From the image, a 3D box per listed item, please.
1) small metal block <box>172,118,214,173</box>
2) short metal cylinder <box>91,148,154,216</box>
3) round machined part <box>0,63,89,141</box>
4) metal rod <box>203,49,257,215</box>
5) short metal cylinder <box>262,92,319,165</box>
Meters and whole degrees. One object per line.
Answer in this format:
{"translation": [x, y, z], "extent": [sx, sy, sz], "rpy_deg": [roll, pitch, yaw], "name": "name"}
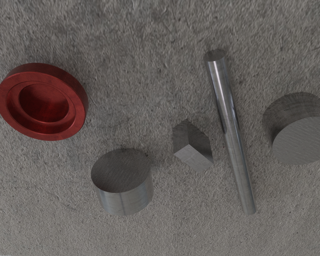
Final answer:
{"translation": [0.043, 0.024, 0.411], "extent": [0.025, 0.050, 0.050], "rpy_deg": [-36, 122, 26], "name": "small metal block"}
{"translation": [-0.051, 0.074, 0.434], "extent": [0.080, 0.080, 0.050], "rpy_deg": [-3, 130, 2], "name": "short metal cylinder"}
{"translation": [-0.134, -0.034, 0.366], "extent": [0.099, 0.042, 0.097], "rpy_deg": [0, 130, 0], "name": "round machined part"}
{"translation": [0.106, 0.028, 0.432], "extent": [0.025, 0.025, 0.299], "rpy_deg": [-14, 129, 11], "name": "metal rod"}
{"translation": [0.177, 0.001, 0.394], "extent": [0.081, 0.050, 0.079], "rpy_deg": [0, 130, 0], "name": "short metal cylinder"}
